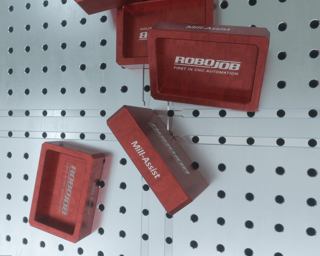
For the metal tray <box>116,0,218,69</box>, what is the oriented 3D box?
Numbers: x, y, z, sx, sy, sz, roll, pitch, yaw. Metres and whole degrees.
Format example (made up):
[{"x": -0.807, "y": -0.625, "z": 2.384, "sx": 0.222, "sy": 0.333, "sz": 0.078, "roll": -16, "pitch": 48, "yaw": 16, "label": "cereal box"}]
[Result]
[{"x": 0.008, "y": -0.127, "z": 0.407, "sx": 0.130, "sy": 0.030, "sz": 0.090, "roll": 1, "pitch": 90, "yaw": 20, "label": "metal tray"}]

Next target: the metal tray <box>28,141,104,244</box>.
[{"x": -0.140, "y": 0.092, "z": 0.459, "sx": 0.090, "sy": 0.030, "sz": 0.129, "roll": 13, "pitch": 94, "yaw": 19, "label": "metal tray"}]

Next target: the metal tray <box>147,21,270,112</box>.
[{"x": 0.053, "y": -0.072, "z": 0.362, "sx": 0.130, "sy": 0.030, "sz": 0.089, "roll": 8, "pitch": 126, "yaw": 15, "label": "metal tray"}]

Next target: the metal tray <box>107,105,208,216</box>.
[{"x": 0.000, "y": 0.033, "z": 0.378, "sx": 0.030, "sy": 0.090, "sz": 0.130, "roll": -39, "pitch": 78, "yaw": 16, "label": "metal tray"}]

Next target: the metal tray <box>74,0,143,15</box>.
[{"x": -0.065, "y": -0.223, "z": 0.415, "sx": 0.090, "sy": 0.030, "sz": 0.130, "roll": -6, "pitch": 72, "yaw": 19, "label": "metal tray"}]
